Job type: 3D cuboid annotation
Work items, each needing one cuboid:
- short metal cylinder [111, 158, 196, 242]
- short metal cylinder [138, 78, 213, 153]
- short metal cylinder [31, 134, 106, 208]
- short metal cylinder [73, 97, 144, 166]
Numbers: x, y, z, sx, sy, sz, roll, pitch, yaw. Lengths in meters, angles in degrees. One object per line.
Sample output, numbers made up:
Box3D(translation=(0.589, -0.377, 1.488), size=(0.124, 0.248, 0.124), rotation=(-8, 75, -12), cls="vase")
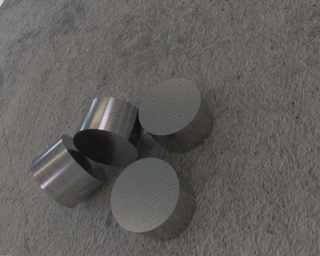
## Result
Box3D(translation=(-0.007, 0.079, 0.343), size=(0.080, 0.050, 0.080), rotation=(-13, 56, 21), cls="short metal cylinder")
Box3D(translation=(0.021, -0.015, 0.386), size=(0.080, 0.050, 0.080), rotation=(-13, 56, 21), cls="short metal cylinder")
Box3D(translation=(-0.115, 0.055, 0.396), size=(0.050, 0.080, 0.080), rotation=(-42, 51, 0), cls="short metal cylinder")
Box3D(translation=(-0.062, 0.006, 0.393), size=(0.080, 0.080, 0.050), rotation=(-7, 49, 24), cls="short metal cylinder")
